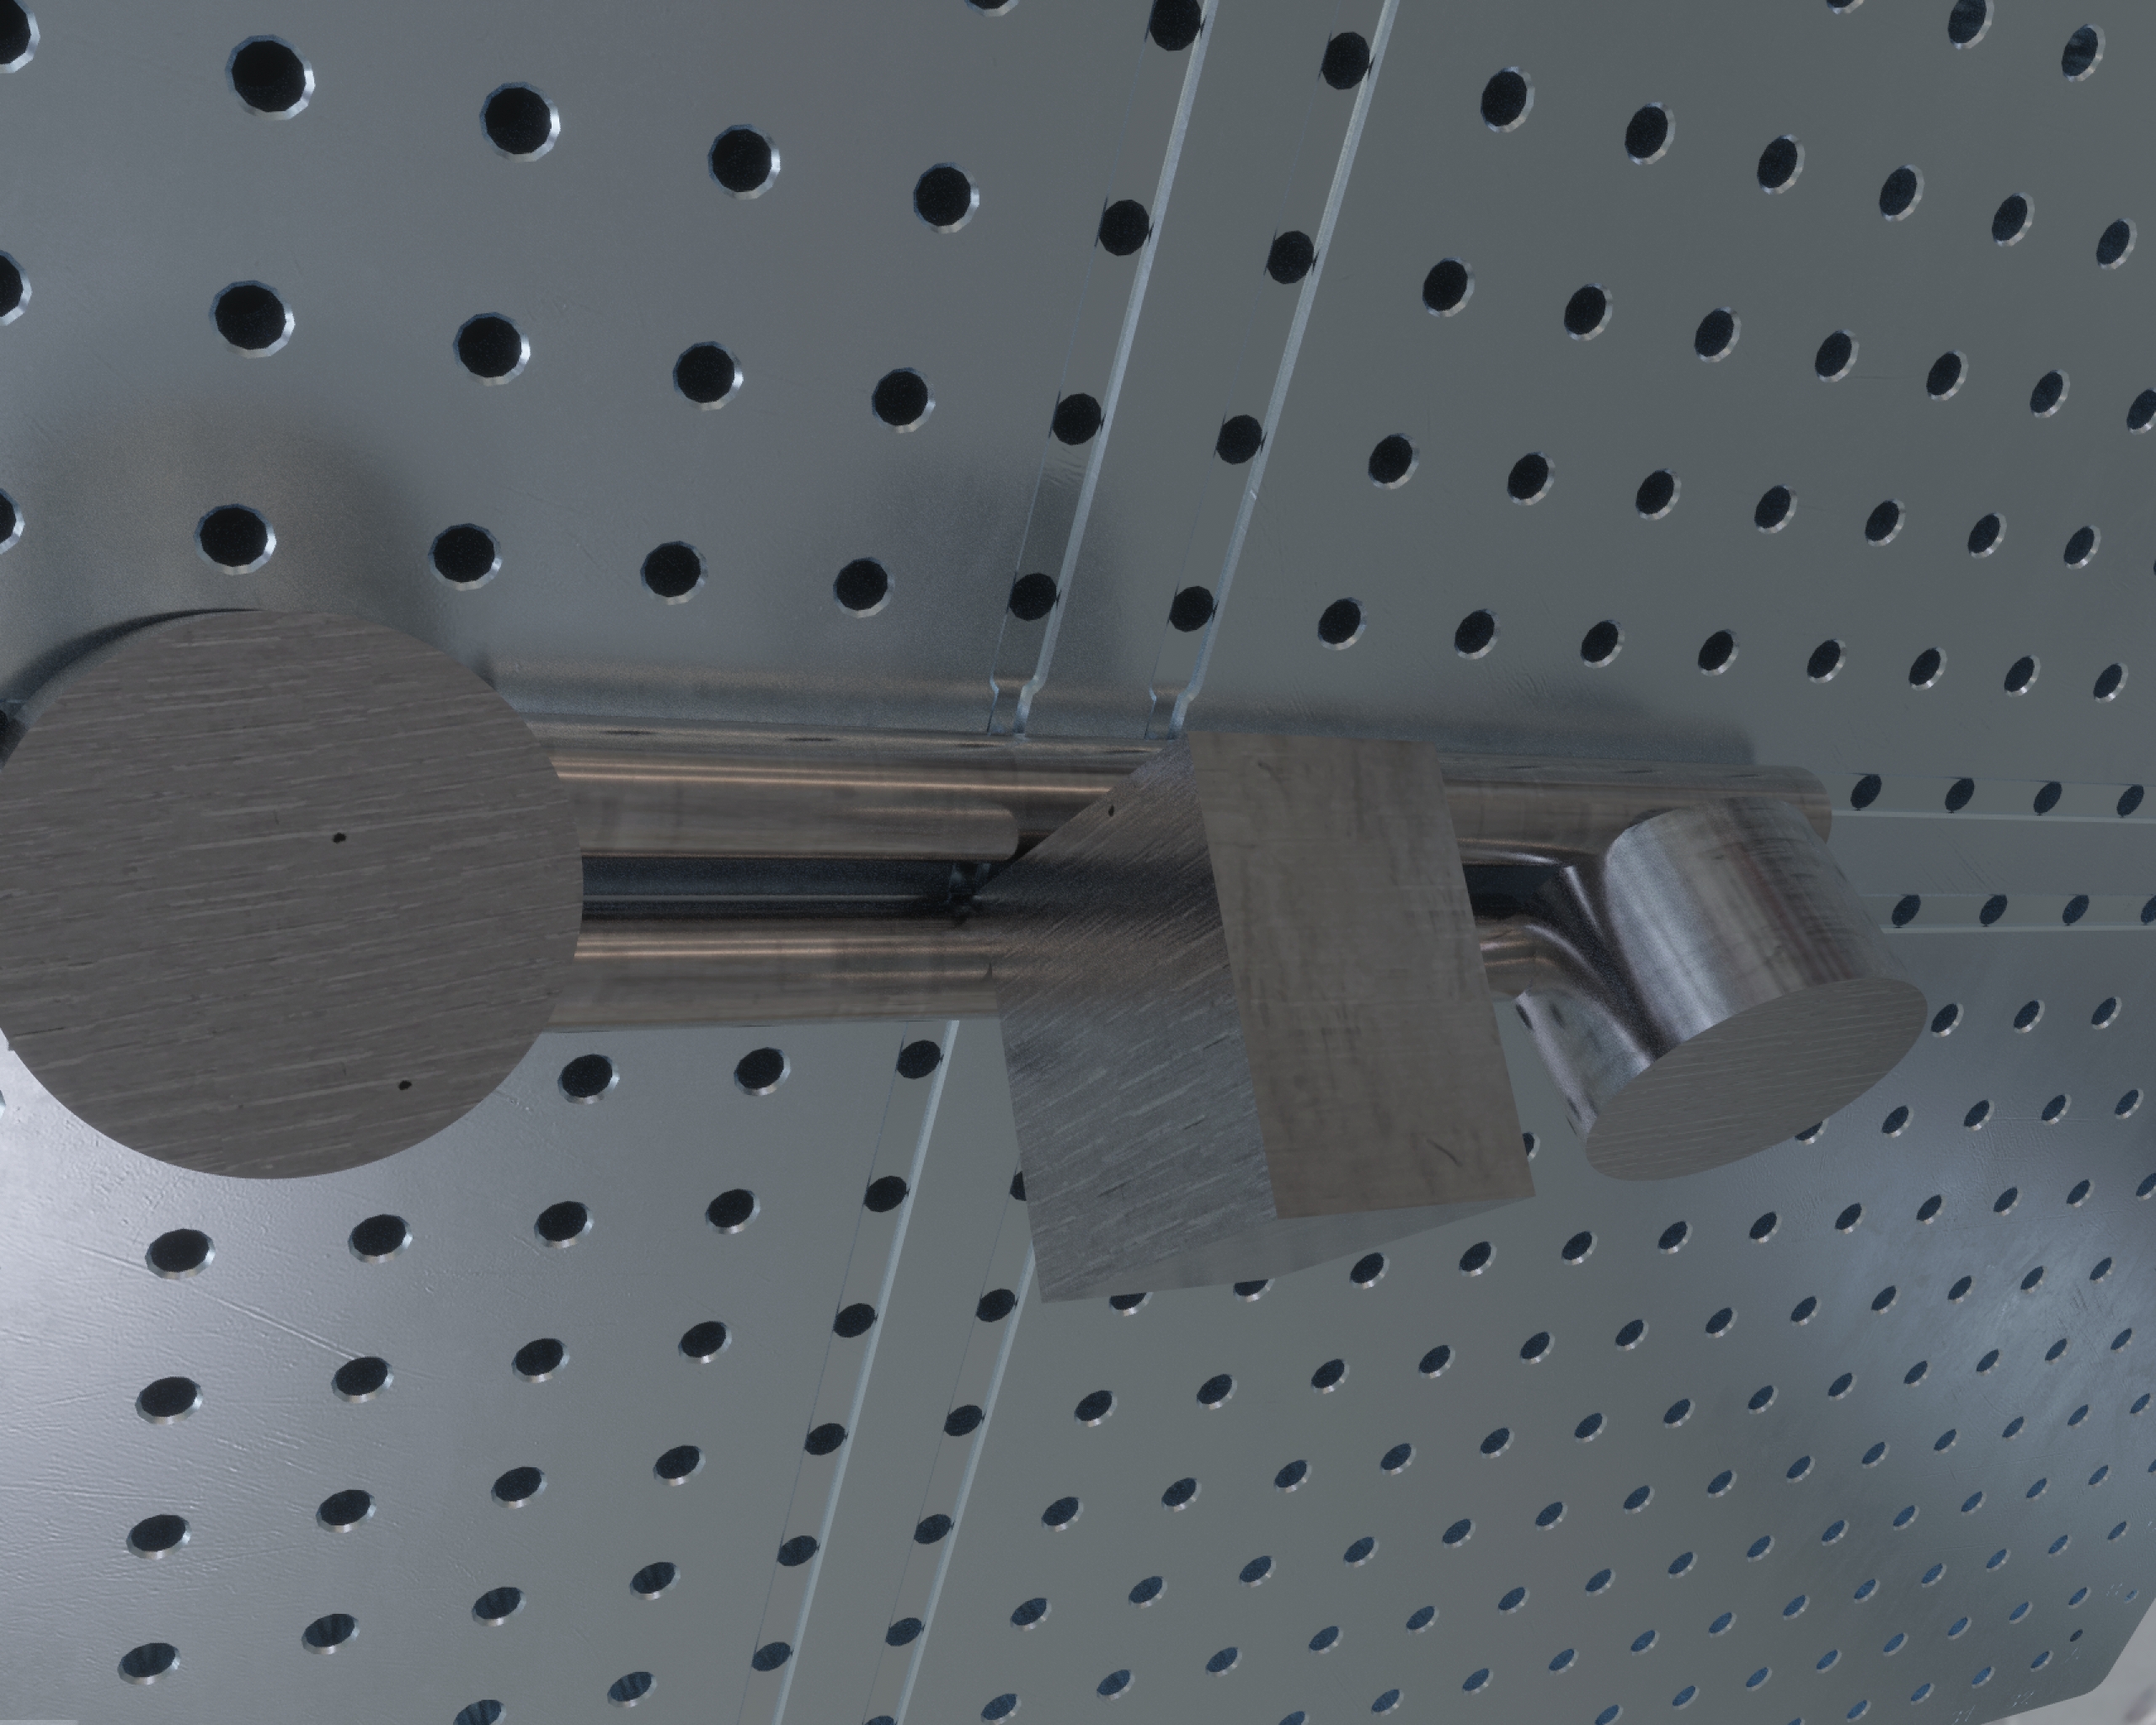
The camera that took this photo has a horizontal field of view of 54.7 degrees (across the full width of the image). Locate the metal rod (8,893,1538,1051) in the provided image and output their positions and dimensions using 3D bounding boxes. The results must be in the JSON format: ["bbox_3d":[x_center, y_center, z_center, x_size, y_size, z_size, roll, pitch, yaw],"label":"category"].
[{"bbox_3d":[-0.036,0.018,0.402,0.303,0.025,0.025,0,118,-29],"label":"metal rod"}]

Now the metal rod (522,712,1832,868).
[{"bbox_3d":[0.037,-0.012,0.423,0.303,0.025,0.025,1,118,-29],"label":"metal rod"}]

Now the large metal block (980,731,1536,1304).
[{"bbox_3d":[0.028,0.030,0.370,0.050,0.080,0.080,1,160,-29],"label":"large metal block"}]

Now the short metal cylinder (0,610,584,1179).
[{"bbox_3d":[-0.121,0.002,0.312,0.081,0.050,0.079,-4,97,-28],"label":"short metal cylinder"}]

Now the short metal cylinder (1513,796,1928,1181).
[{"bbox_3d":[0.142,0.030,0.474,0.081,0.050,0.080,-14,145,-10],"label":"short metal cylinder"}]
